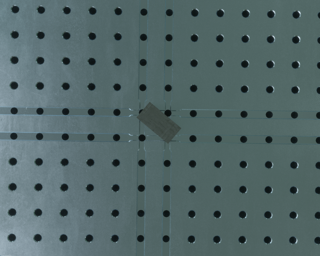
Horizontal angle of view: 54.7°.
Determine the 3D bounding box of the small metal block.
[{"bbox_3d":[-0.001,-0.006,0.401,0.050,0.050,0.025,40,90,-1],"label":"small metal block"}]
